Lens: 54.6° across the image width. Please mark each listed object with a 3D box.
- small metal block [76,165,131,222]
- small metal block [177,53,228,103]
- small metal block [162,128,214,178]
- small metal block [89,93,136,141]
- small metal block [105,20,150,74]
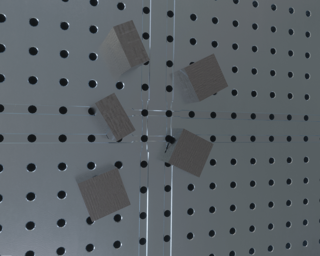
[{"bbox_3d":[-0.071,0.080,0.387,0.050,0.025,0.050,-21,97,-19],"label":"small metal block"},{"bbox_3d":[0.060,-0.069,0.434,0.050,0.025,0.050,-29,100,-18],"label":"small metal block"},{"bbox_3d":[0.038,0.034,0.426,0.050,0.025,0.050,27,81,-18],"label":"small metal block"},{"bbox_3d":[-0.059,-0.013,0.377,0.025,0.050,0.050,-32,101,-17],"label":"small metal block"},{"bbox_3d":[-0.041,-0.098,0.384,0.025,0.050,0.050,-27,99,-18],"label":"small metal block"}]
